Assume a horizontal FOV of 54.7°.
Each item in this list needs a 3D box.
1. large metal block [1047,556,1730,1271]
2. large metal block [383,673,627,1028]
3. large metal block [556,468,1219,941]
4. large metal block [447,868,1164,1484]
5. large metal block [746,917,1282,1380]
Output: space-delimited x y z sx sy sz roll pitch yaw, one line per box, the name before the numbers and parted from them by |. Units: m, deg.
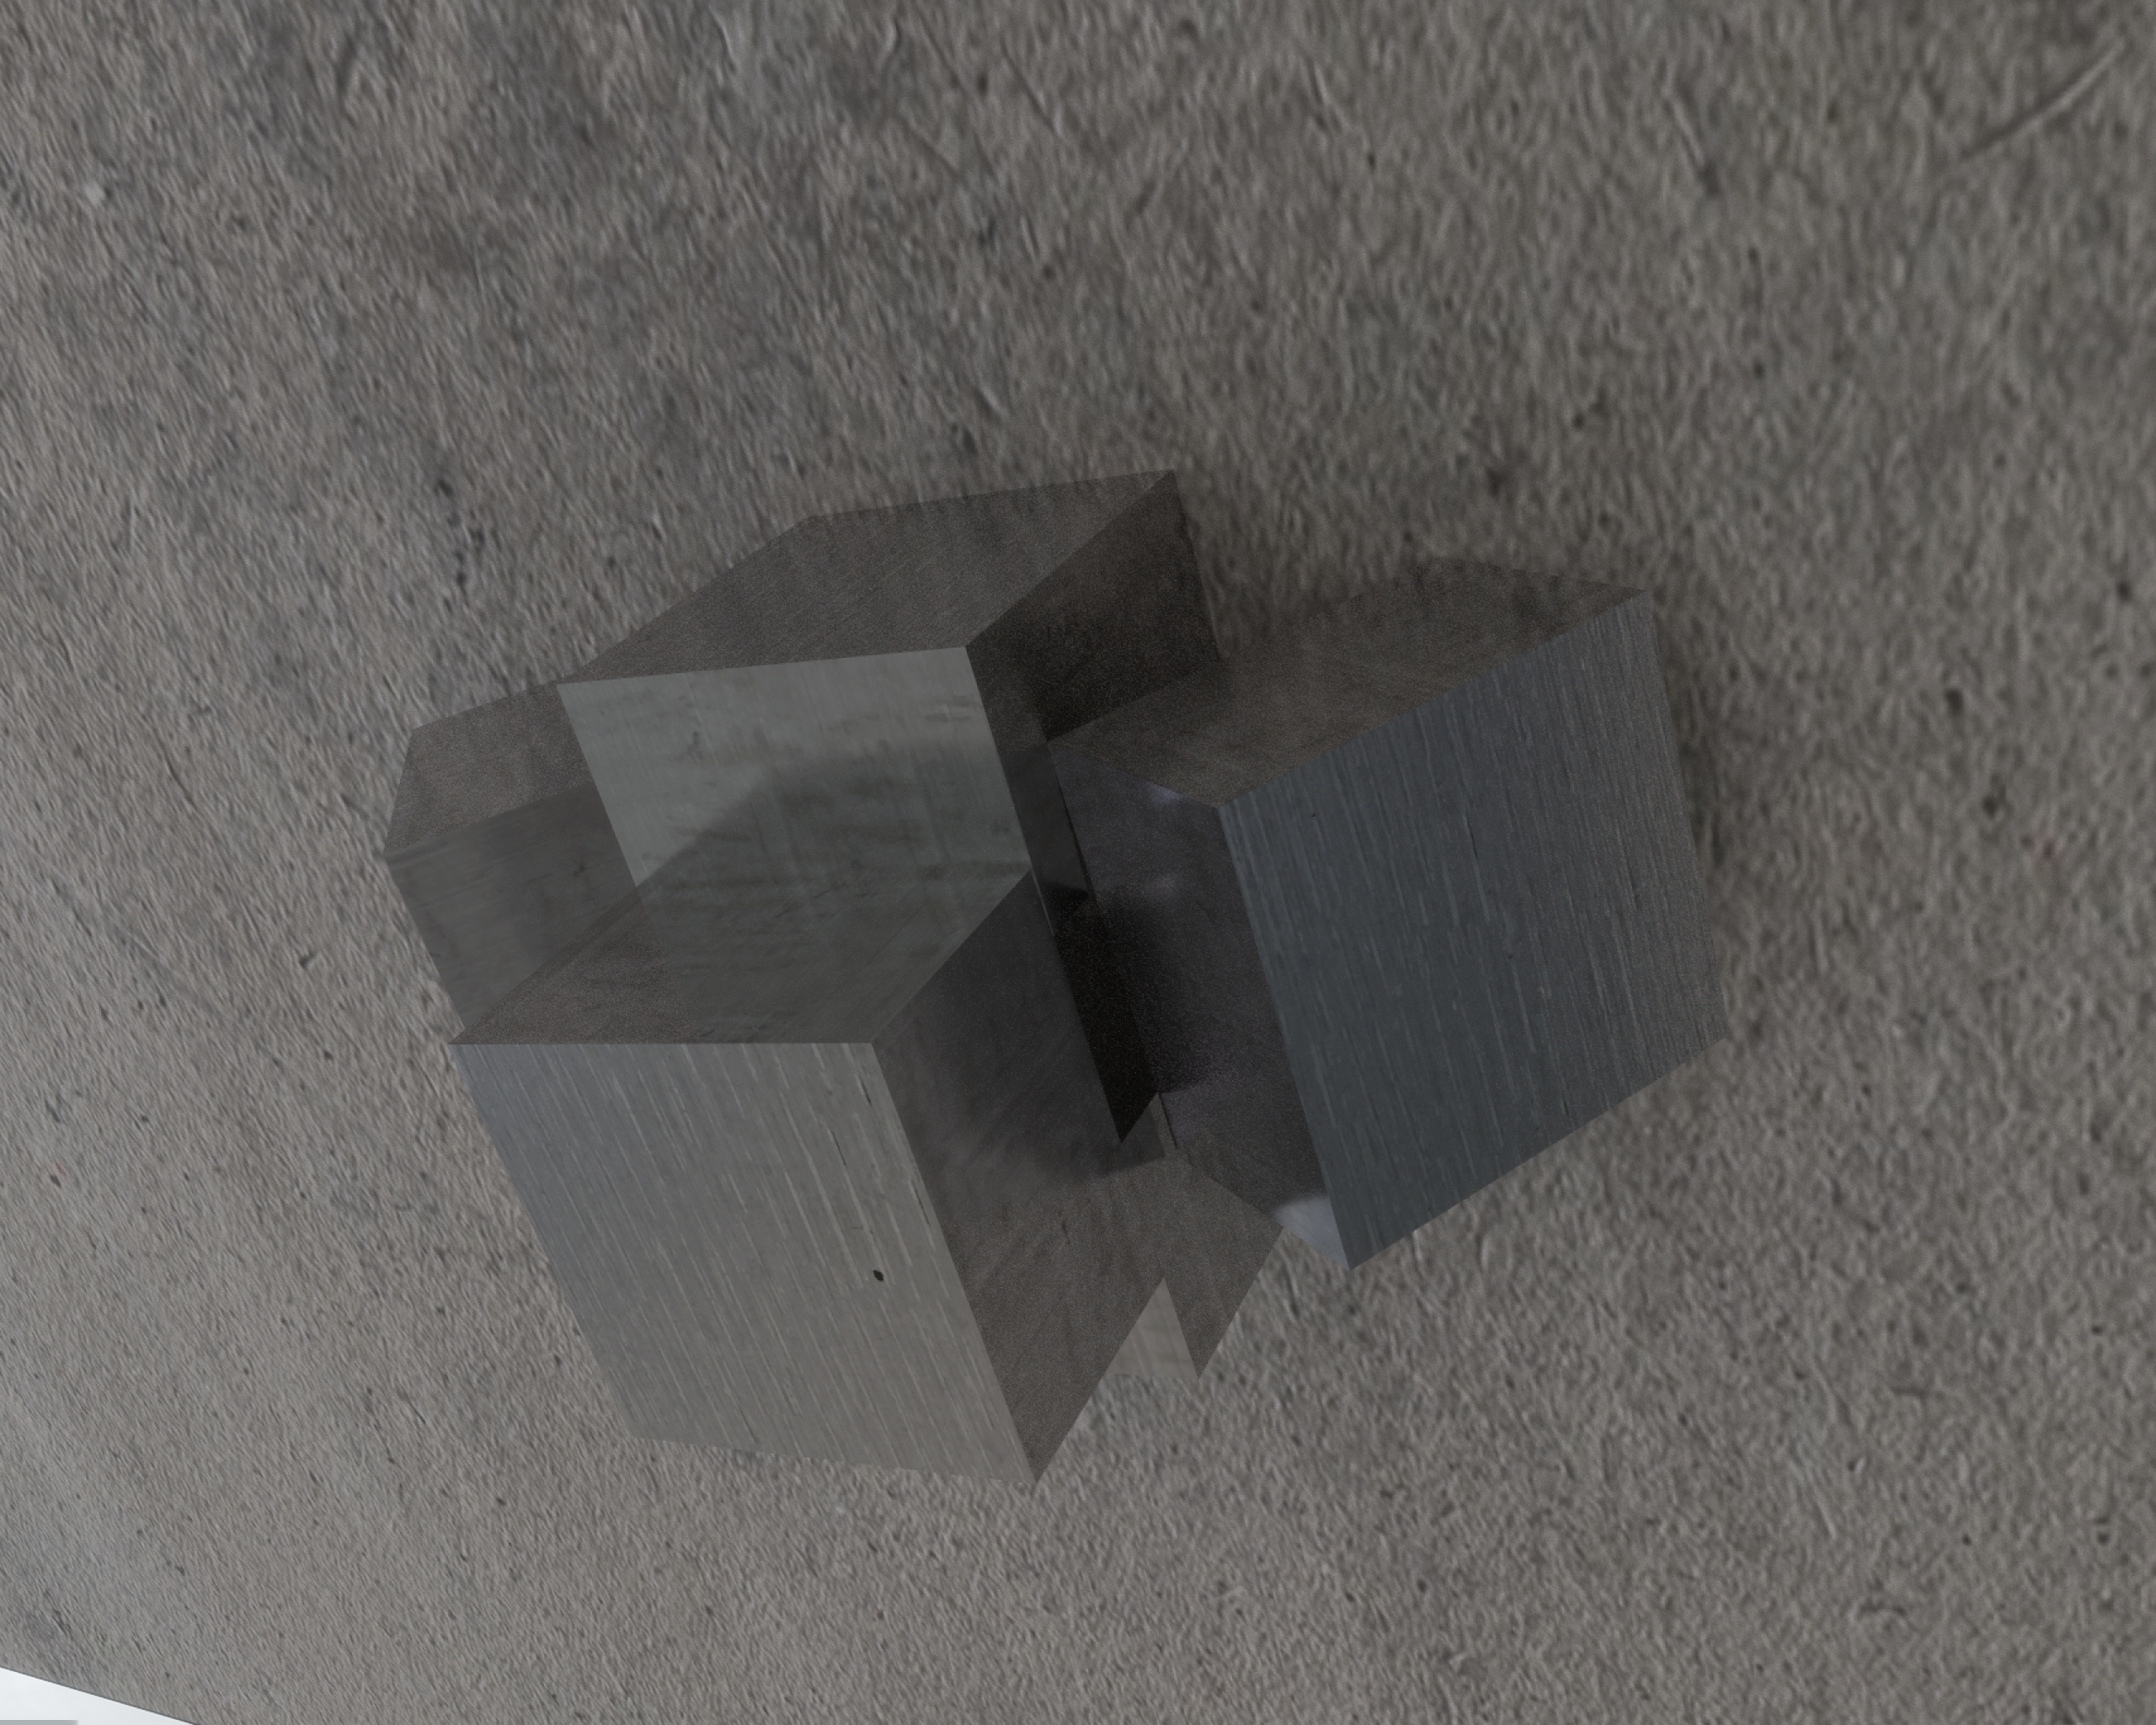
large metal block | 0.052 0.005 0.338 0.050 0.081 0.080 25 137 58
large metal block | -0.096 0.012 0.420 0.050 0.080 0.080 -20 113 -6
large metal block | -0.028 -0.028 0.369 0.080 0.080 0.050 -2 118 29
large metal block | -0.042 0.049 0.340 0.080 0.050 0.080 -3 117 29
large metal block | -0.004 0.052 0.405 0.080 0.080 0.050 -4 117 30
